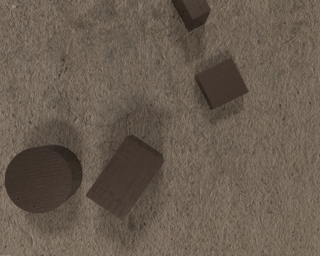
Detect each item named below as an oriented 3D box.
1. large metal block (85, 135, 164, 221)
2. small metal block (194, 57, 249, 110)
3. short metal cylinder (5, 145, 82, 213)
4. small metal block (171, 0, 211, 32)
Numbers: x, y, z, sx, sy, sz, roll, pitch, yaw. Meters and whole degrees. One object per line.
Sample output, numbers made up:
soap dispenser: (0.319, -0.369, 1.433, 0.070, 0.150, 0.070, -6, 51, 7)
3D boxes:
large metal block: (-0.039, 0.056, 0.382, 0.050, 0.080, 0.080, 35, 90, -1)
small metal block: (0.081, -0.058, 0.411, 0.050, 0.025, 0.050, -26, 90, -1)
short metal cylinder: (-0.146, 0.062, 0.396, 0.081, 0.050, 0.079, 0, 90, -1)
small metal block: (0.038, -0.158, 0.398, 0.025, 0.050, 0.050, -29, 90, 0)
